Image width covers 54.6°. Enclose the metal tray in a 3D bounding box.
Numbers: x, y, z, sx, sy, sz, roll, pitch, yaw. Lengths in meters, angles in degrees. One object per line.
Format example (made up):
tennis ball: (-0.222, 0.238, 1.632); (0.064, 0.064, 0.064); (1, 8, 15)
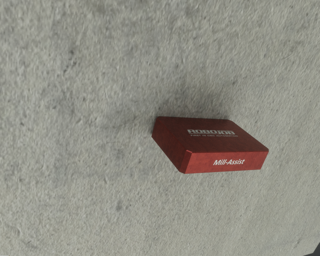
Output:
metal tray: (0.066, 0.020, 0.412); (0.131, 0.090, 0.030); (2, 118, -29)
